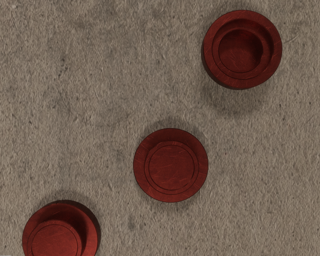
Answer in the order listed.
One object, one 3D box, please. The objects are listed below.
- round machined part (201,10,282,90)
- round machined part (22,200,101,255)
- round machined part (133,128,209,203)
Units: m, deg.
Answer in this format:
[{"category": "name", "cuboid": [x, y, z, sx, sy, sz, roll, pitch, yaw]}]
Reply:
[{"category": "round machined part", "cuboid": [0.102, -0.098, 0.403, 0.099, 0.042, 0.097, 0, 90, -1]}, {"category": "round machined part", "cuboid": [-0.129, 0.146, 0.400, 0.099, 0.042, 0.097, 0, 90, -1]}, {"category": "round machined part", "cuboid": [0.014, 0.049, 0.402, 0.099, 0.042, 0.097, 0, 90, -1]}]
